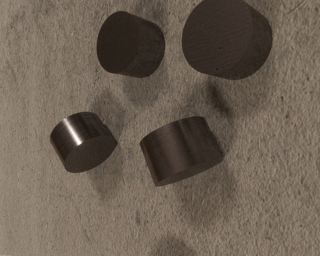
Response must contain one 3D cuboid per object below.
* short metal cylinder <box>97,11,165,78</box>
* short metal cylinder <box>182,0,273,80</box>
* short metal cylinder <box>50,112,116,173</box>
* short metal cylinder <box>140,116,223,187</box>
[{"bbox_3d":[-0.040,-0.111,0.420,0.080,0.050,0.079,0,90,39],"label":"short metal cylinder"},{"bbox_3d":[0.071,-0.094,0.329,0.080,0.050,0.079,0,90,39],"label":"short metal cylinder"},{"bbox_3d":[-0.114,0.022,0.461,0.050,0.081,0.080,52,120,27],"label":"short metal cylinder"},{"bbox_3d":[0.024,0.028,0.348,0.080,0.081,0.050,-33,70,35],"label":"short metal cylinder"}]
